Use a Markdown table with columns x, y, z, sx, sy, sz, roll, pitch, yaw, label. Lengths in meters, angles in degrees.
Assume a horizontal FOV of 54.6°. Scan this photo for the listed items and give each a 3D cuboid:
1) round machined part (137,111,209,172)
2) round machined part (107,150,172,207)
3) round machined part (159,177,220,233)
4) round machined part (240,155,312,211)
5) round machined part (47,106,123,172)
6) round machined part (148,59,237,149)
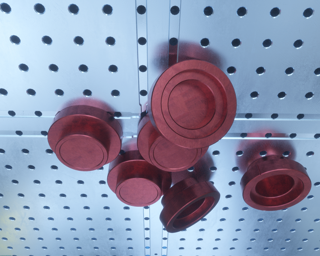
| x | y | z | sx | sy | sz | roll | pitch | yaw | label |
| --- | --- | --- | --- | --- | --- | --- | --- | --- | --- |
| 0.018 | 0.020 | 0.412 | 0.099 | 0.042 | 0.097 | -2 | 126 | -3 | round machined part |
| -0.031 | 0.083 | 0.470 | 0.099 | 0.042 | 0.097 | 0 | 130 | 0 | round machined part |
| 0.041 | 0.114 | 0.479 | 0.099 | 0.042 | 0.098 | -24 | 144 | -19 | round machined part |
| 0.171 | 0.079 | 0.469 | 0.099 | 0.042 | 0.097 | 0 | 130 | 0 | round machined part |
| -0.101 | 0.021 | 0.417 | 0.099 | 0.042 | 0.097 | 0 | 130 | 0 | round machined part |
| 0.034 | -0.026 | 0.357 | 0.099 | 0.042 | 0.097 | 0 | 91 | -13 | round machined part |
